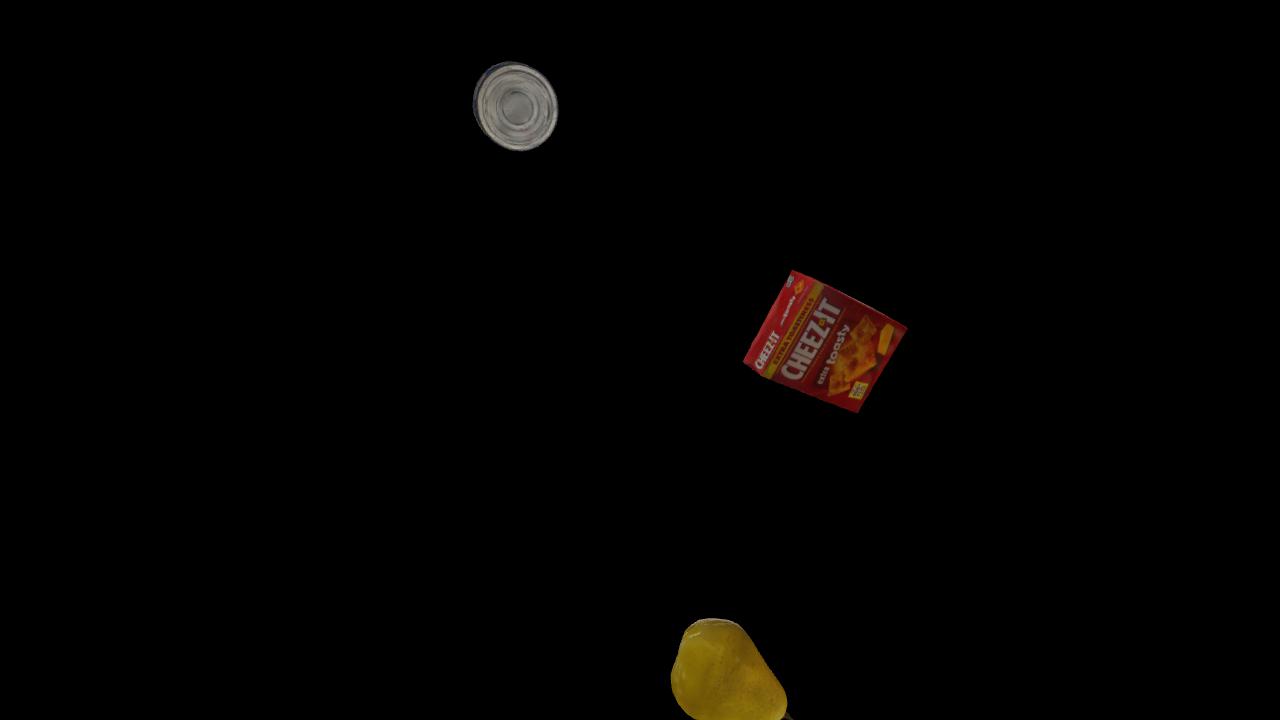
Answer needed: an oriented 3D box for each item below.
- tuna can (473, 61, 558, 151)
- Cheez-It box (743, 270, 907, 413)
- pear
[{"bbox_3d":[-0.127,-0.258,0.628,0.084,0.084,0.034,0,26,-20],"label":"tuna can"},{"bbox_3d":[0.297,-0.026,0.980,0.223,0.166,0.071,20,14,-28],"label":"Cheez-It box"},{"bbox_3d":[0.083,0.260,0.499,0.111,0.080,0.080,16,5,17],"label":"pear"}]
